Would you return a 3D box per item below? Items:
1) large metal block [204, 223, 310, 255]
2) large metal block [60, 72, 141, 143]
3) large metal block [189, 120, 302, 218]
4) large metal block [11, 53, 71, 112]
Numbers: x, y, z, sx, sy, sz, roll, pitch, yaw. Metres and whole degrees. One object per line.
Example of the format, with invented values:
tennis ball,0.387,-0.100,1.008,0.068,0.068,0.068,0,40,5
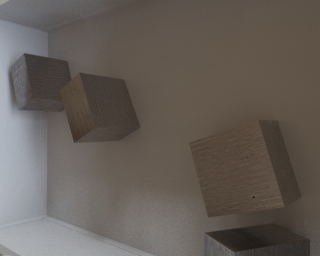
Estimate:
large metal block,0.089,0.140,0.288,0.050,0.081,0.080,179,91,-69
large metal block,-0.084,-0.027,0.441,0.050,0.081,0.080,-31,71,36
large metal block,0.086,0.042,0.320,0.080,0.050,0.080,-22,76,38
large metal block,-0.202,-0.076,0.538,0.050,0.081,0.080,-25,74,37
